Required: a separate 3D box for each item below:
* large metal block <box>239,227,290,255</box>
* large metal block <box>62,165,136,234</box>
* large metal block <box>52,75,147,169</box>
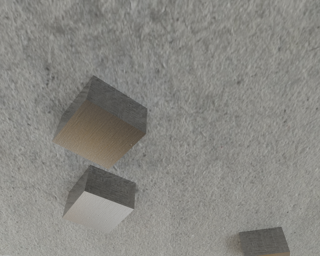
[{"bbox_3d":[0.201,0.240,0.598,0.080,0.050,0.080,-11,130,8],"label":"large metal block"},{"bbox_3d":[-0.094,0.114,0.486,0.080,0.050,0.080,27,125,-22],"label":"large metal block"},{"bbox_3d":[-0.073,-0.005,0.386,0.080,0.050,0.080,31,123,-24],"label":"large metal block"}]
